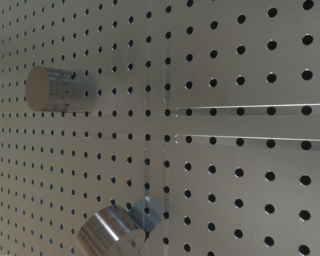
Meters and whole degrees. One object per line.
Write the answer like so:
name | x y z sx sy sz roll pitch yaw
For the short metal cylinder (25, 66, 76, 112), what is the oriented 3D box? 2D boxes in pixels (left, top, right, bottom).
short metal cylinder | -0.195 -0.067 0.551 0.080 0.050 0.079 0 90 39

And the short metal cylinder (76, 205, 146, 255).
short metal cylinder | -0.067 0.154 0.427 0.050 0.081 0.079 38 113 33
